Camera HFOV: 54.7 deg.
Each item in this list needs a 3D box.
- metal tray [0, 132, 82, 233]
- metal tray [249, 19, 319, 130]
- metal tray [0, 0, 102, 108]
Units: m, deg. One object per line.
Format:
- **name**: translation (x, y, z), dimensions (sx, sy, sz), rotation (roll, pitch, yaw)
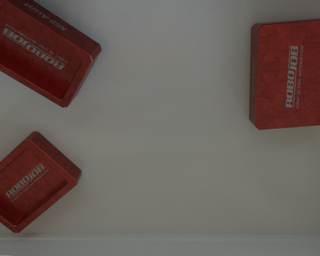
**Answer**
- **metal tray**: translation (-0.188, 0.078, 0.434), dimensions (0.130, 0.030, 0.090), rotation (-40, 106, 13)
- **metal tray**: translation (0.162, -0.066, 0.387), dimensions (0.091, 0.030, 0.129), rotation (-5, 110, 1)
- **metal tray**: translation (-0.145, -0.091, 0.356), dimensions (0.130, 0.030, 0.090), rotation (32, 129, -12)
